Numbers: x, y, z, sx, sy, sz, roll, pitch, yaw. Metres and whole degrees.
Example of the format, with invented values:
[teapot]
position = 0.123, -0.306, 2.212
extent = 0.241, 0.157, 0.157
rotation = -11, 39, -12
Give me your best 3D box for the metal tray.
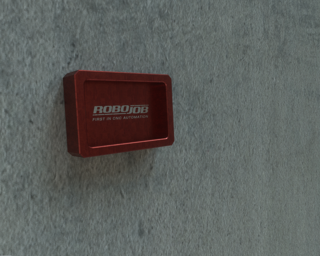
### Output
[metal tray]
position = -0.043, -0.018, 0.364
extent = 0.131, 0.030, 0.090
rotation = -5, 93, -40
